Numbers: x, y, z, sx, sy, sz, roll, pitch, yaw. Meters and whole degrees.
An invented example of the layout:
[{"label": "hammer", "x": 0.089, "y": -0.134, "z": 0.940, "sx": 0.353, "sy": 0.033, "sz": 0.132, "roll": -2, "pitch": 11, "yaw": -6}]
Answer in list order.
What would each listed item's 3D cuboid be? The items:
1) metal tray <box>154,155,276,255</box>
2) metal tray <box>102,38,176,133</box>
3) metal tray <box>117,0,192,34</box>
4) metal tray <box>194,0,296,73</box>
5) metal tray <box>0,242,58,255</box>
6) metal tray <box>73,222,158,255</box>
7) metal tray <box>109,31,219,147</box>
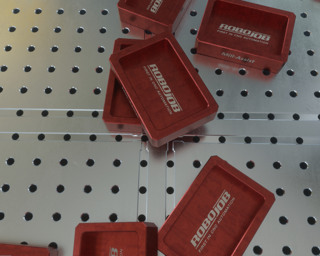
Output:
[{"label": "metal tray", "x": 0.064, "y": 0.110, "z": 0.369, "sx": 0.090, "sy": 0.030, "sz": 0.130, "roll": 35, "pitch": 73, "yaw": 12}, {"label": "metal tray", "x": -0.024, "y": -0.060, "z": 0.430, "sx": 0.090, "sy": 0.030, "sz": 0.130, "roll": 4, "pitch": 70, "yaw": 1}, {"label": "metal tray", "x": 0.002, "y": -0.213, "z": 0.486, "sx": 0.090, "sy": 0.030, "sz": 0.130, "roll": 23, "pitch": 72, "yaw": 8}, {"label": "metal tray", "x": 0.126, "y": -0.142, "z": 0.461, "sx": 0.130, "sy": 0.030, "sz": 0.090, "roll": 16, "pitch": 71, "yaw": 5}, {"label": "metal tray", "x": -0.172, "y": 0.195, "z": 0.337, "sx": 0.090, "sy": 0.030, "sz": 0.130, "roll": 5, "pitch": 70, "yaw": 2}, {"label": "metal tray", "x": -0.050, "y": 0.169, "z": 0.330, "sx": 0.090, "sy": 0.030, "sz": 0.130, "roll": -8, "pitch": 68, "yaw": 21}, {"label": "metal tray", "x": 0.003, "y": -0.052, "z": 0.395, "sx": 0.090, "sy": 0.030, "sz": 0.130, "roll": -26, "pitch": 72, "yaw": -9}]
